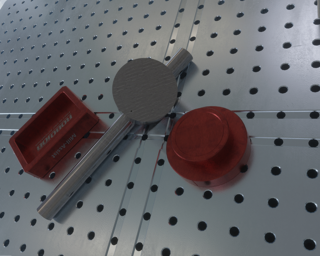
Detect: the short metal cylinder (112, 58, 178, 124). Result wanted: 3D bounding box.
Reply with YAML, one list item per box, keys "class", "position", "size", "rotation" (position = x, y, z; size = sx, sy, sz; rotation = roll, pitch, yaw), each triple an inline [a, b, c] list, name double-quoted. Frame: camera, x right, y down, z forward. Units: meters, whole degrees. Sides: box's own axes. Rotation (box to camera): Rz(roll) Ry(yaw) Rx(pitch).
- class: "short metal cylinder"
  position: [-0.020, -0.045, 0.406]
  size: [0.081, 0.050, 0.080]
  rotation: [0, 85, -5]

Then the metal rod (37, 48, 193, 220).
- class: "metal rod"
  position: [-0.059, 0.004, 0.436]
  size: [0.300, 0.025, 0.025]
  rotation: [-49, 51, -7]

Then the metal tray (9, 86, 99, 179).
- class: "metal tray"
  position: [-0.170, 0.004, 0.492]
  size: [0.130, 0.030, 0.090]
  rotation: [-46, 51, -4]

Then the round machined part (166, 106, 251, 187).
- class: "round machined part"
  position: [0.052, 0.015, 0.361]
  size: [0.098, 0.042, 0.098]
  rotation: [-13, 56, 21]

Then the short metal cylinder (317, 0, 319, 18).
- class: "short metal cylinder"
  position: [0.234, -0.168, 0.372]
  size: [0.080, 0.050, 0.080]
  rotation: [-13, 56, 21]
